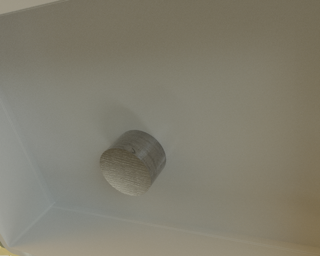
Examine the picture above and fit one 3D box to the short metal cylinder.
[{"bbox_3d":[-0.038,0.050,0.444,0.080,0.050,0.080,13,124,21],"label":"short metal cylinder"}]
